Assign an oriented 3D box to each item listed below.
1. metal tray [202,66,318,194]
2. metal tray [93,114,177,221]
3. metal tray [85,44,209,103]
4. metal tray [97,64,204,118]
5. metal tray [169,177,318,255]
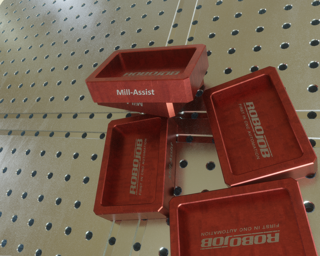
[{"bbox_3d":[0.106,0.000,0.348,0.090,0.030,0.130,-19,54,16],"label":"metal tray"},{"bbox_3d":[-0.028,0.046,0.389,0.090,0.030,0.130,-9,58,22],"label":"metal tray"},{"bbox_3d":[-0.014,-0.068,0.383,0.130,0.030,0.090,2,38,22],"label":"metal tray"},{"bbox_3d":[-0.017,-0.060,0.426,0.130,0.030,0.090,12,43,32],"label":"metal tray"},{"bbox_3d":[0.076,0.105,0.300,0.130,0.030,0.090,-14,56,20],"label":"metal tray"}]
